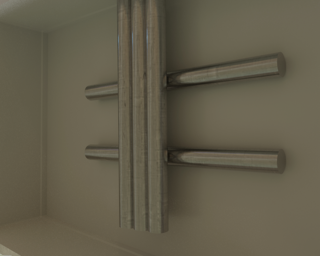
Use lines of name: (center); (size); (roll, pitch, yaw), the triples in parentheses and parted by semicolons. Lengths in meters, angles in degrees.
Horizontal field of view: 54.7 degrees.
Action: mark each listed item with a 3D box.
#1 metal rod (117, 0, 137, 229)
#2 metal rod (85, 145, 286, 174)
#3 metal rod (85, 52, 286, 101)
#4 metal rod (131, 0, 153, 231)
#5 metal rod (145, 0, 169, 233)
metal rod: (-0.042, -0.021, 0.407); (0.025, 0.025, 0.298); (-1, 89, 40)
metal rod: (0.005, 0.036, 0.402); (0.300, 0.025, 0.025); (-1, 89, 40)
metal rod: (0.005, -0.059, 0.402); (0.300, 0.025, 0.025); (-2, 89, 40)
metal rod: (-0.023, -0.024, 0.390); (0.025, 0.025, 0.298); (-1, 89, 40)
metal rod: (-0.004, -0.026, 0.375); (0.025, 0.025, 0.298); (-1, 89, 40)
